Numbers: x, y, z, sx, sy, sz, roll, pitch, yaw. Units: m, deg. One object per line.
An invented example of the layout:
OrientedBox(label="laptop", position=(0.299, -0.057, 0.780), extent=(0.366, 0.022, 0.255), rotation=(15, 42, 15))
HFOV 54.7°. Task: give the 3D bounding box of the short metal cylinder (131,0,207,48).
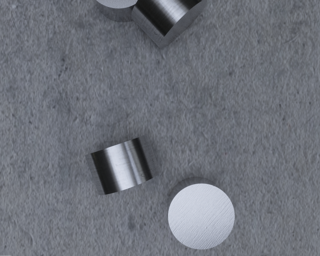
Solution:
OrientedBox(label="short metal cylinder", position=(0.011, -0.146, 0.383), extent=(0.080, 0.080, 0.050), rotation=(-43, 90, 0))

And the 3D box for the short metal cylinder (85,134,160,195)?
OrientedBox(label="short metal cylinder", position=(-0.046, 0.044, 0.382), extent=(0.080, 0.080, 0.050), rotation=(-19, 90, 0))

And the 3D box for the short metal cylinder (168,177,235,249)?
OrientedBox(label="short metal cylinder", position=(0.050, 0.107, 0.398), extent=(0.081, 0.050, 0.079), rotation=(0, 90, -1))

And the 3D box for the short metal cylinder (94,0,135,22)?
OrientedBox(label="short metal cylinder", position=(-0.050, -0.184, 0.397), extent=(0.081, 0.050, 0.079), rotation=(0, 90, -1))
